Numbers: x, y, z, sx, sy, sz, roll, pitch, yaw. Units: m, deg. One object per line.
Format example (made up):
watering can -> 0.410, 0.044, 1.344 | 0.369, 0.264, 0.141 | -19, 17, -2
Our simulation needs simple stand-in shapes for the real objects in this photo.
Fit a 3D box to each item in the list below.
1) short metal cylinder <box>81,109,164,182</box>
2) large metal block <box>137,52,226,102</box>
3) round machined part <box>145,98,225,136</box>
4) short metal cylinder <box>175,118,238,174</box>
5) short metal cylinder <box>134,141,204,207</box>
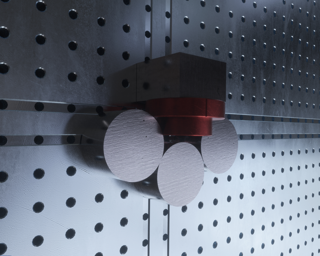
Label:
short metal cylinder -> -0.042, 0.019, 0.358 | 0.081, 0.050, 0.079 | 0, 90, -40
large metal block -> 0.027, -0.058, 0.395 | 0.081, 0.080, 0.050 | 1, 90, -40
round machined part -> 0.031, -0.011, 0.385 | 0.099, 0.098, 0.042 | 2, 88, -40
short metal cylinder -> 0.069, 0.024, 0.451 | 0.081, 0.050, 0.079 | 0, 90, -40
short metal cylinder -> 0.012, 0.057, 0.403 | 0.081, 0.050, 0.079 | 0, 90, -40
